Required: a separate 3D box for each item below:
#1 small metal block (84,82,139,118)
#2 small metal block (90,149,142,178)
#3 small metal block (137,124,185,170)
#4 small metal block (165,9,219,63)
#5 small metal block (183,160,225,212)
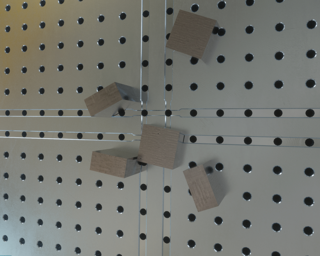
[{"bbox_3d":[-0.065,-0.037,0.421,0.050,0.050,0.025,-27,82,18],"label":"small metal block"},{"bbox_3d":[-0.058,0.046,0.419,0.050,0.050,0.025,10,94,19],"label":"small metal block"},{"bbox_3d":[0.001,0.024,0.411,0.050,0.025,0.050,11,94,19],"label":"small metal block"},{"bbox_3d":[0.042,-0.117,0.397,0.050,0.025,0.050,24,98,18],"label":"small metal block"},{"bbox_3d":[0.055,0.069,0.379,0.025,0.050,0.050,-23,83,18],"label":"small metal block"}]
